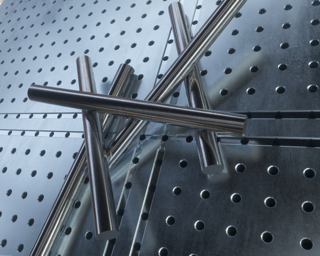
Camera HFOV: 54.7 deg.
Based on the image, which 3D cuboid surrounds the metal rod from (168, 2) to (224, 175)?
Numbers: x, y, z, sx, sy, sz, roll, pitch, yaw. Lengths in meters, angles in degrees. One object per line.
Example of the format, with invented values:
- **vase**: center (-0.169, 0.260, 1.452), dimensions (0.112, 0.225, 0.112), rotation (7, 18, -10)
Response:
- **metal rod**: center (0.043, -0.076, 0.431), dimensions (0.025, 0.025, 0.299), rotation (-19, 54, 16)

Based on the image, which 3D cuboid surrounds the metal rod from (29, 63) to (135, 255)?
- **metal rod**: center (-0.102, 0.036, 0.437), dimensions (0.025, 0.025, 0.300), rotation (8, 65, 31)

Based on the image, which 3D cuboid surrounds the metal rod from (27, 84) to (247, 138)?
- **metal rod**: center (-0.045, -0.026, 0.393), dimensions (0.301, 0.025, 0.025), rotation (10, 67, 22)

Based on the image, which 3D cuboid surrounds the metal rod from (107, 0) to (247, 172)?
- **metal rod**: center (0.011, -0.058, 0.409), dimensions (0.299, 0.025, 0.025), rotation (-51, 52, 2)

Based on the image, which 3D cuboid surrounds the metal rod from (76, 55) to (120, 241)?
- **metal rod**: center (-0.090, 0.001, 0.417), dimensions (0.025, 0.025, 0.300), rotation (-27, 50, 11)
